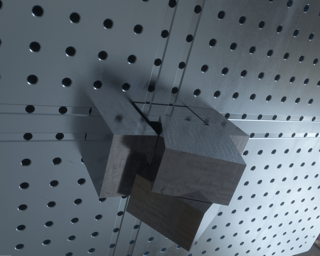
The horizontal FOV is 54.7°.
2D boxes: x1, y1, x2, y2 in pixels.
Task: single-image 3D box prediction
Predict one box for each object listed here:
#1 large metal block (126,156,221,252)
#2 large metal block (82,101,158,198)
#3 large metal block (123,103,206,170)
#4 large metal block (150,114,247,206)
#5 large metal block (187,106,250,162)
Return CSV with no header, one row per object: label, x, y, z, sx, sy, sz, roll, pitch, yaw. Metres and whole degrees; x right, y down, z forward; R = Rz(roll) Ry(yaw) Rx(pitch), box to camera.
large metal block,0.022,0.077,0.350,0.080,0.080,0.050,-24,136,-57
large metal block,-0.051,0.023,0.363,0.050,0.080,0.079,2,118,-30
large metal block,0.003,0.017,0.406,0.081,0.050,0.079,3,117,-30
large metal block,0.035,0.032,0.333,0.081,0.080,0.050,13,113,-10
large metal block,0.065,0.025,0.428,0.050,0.080,0.079,4,117,-31
